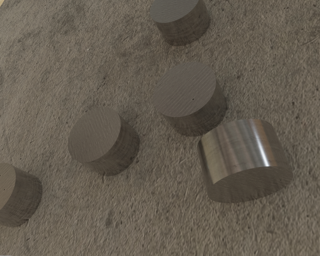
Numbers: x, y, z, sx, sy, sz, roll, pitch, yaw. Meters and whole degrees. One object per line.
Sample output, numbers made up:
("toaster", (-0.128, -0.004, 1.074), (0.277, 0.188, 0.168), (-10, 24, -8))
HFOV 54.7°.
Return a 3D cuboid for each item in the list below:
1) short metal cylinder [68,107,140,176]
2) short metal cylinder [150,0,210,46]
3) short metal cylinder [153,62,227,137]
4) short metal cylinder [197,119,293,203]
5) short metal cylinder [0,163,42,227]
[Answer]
("short metal cylinder", (-0.075, 0.018, 0.416), (0.080, 0.050, 0.080), (-13, 56, 21))
("short metal cylinder", (0.032, -0.174, 0.478), (0.080, 0.050, 0.080), (-13, 56, 21))
("short metal cylinder", (0.038, -0.036, 0.390), (0.080, 0.050, 0.080), (-13, 56, 21))
("short metal cylinder", (0.081, 0.035, 0.305), (0.080, 0.080, 0.050), (-21, 54, 16))
("short metal cylinder", (-0.219, 0.096, 0.444), (0.080, 0.050, 0.080), (-13, 56, 21))
